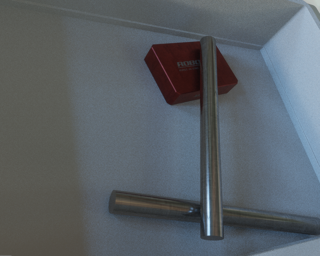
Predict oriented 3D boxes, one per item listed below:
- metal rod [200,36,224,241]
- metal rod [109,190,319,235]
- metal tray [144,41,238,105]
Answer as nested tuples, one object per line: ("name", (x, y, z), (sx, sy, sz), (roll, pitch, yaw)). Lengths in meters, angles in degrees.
("metal rod", (0.066, -0.009, 0.411), (0.025, 0.025, 0.300), (17, 56, -19))
("metal rod", (0.086, 0.110, 0.386), (0.302, 0.025, 0.025), (13, 57, -22))
("metal tray", (0.051, -0.091, 0.487), (0.131, 0.030, 0.090), (-15, 70, -34))
